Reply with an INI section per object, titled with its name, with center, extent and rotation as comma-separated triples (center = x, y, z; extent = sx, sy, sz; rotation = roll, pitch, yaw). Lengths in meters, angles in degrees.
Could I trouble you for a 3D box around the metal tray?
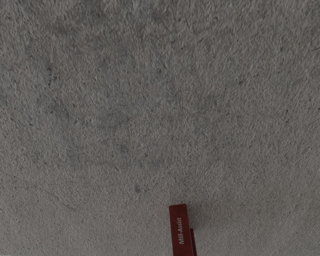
[metal tray]
center = 0.042, 0.198, 0.526
extent = 0.030, 0.130, 0.090
rotation = -12, 129, 6
